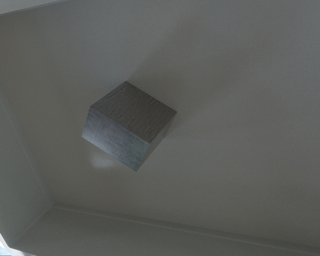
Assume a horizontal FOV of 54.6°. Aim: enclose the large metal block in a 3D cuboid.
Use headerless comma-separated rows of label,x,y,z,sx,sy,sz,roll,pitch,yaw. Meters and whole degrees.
large metal block,-0.037,-0.005,0.390,0.080,0.080,0.050,32,129,7
